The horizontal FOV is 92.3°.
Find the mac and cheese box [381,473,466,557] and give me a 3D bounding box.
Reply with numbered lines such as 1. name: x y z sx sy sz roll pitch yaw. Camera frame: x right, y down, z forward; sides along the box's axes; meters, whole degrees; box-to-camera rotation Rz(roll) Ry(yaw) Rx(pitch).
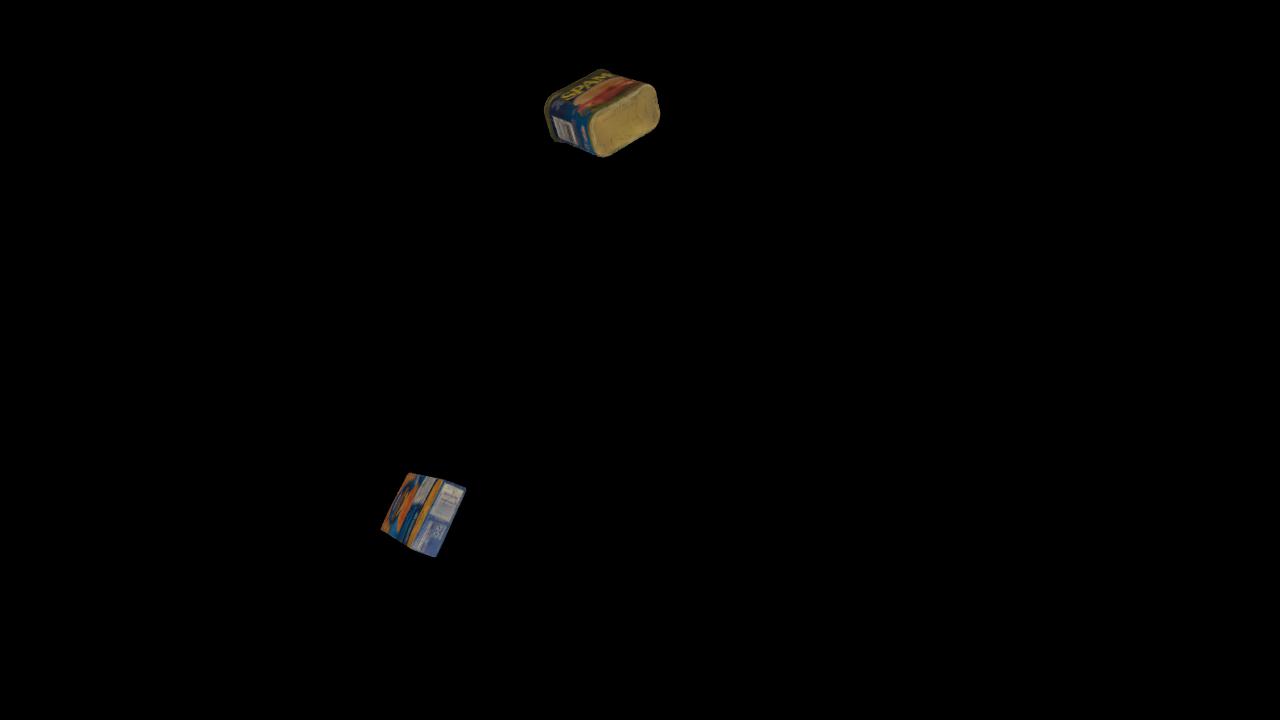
1. mac and cheese box: -0.299 0.206 0.840 0.041 0.093 0.184 30 -22 -27

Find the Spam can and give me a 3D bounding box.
1. Spam can: -0.041 -0.276 0.690 0.101 0.058 0.085 -38 49 -20
